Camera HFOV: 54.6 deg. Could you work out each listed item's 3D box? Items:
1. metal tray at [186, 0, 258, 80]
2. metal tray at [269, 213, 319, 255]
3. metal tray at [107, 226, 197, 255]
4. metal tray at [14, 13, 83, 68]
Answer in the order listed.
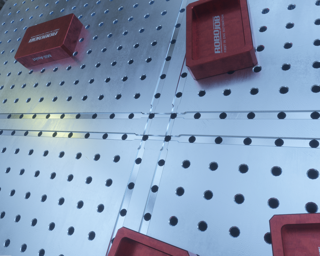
[{"bbox_3d":[0.085,-0.138,0.445,0.090,0.030,0.130,-11,57,22],"label":"metal tray"},{"bbox_3d":[0.142,0.136,0.246,0.090,0.030,0.130,-10,57,23],"label":"metal tray"},{"bbox_3d":[-0.024,0.177,0.309,0.090,0.030,0.130,9,66,32],"label":"metal tray"},{"bbox_3d":[-0.229,-0.179,0.637,0.130,0.030,0.090,-6,59,25],"label":"metal tray"}]
